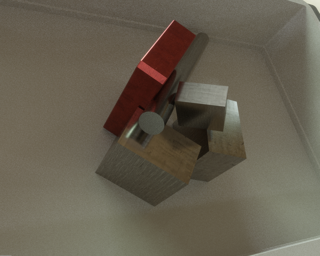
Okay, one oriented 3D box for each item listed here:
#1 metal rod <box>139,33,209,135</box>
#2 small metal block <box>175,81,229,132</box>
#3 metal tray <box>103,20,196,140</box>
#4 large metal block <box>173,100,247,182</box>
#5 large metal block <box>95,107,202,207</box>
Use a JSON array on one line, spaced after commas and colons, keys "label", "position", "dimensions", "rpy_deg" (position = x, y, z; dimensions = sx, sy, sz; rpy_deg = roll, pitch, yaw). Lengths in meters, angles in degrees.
[{"label": "metal rod", "position": [0.032, -0.079, 0.413], "dimensions": [0.025, 0.025, 0.301], "rpy_deg": [36, 34, -5]}, {"label": "small metal block", "position": [0.045, -0.022, 0.332], "dimensions": [0.050, 0.050, 0.025], "rpy_deg": [8, 61, 13]}, {"label": "metal tray", "position": [-0.015, -0.051, 0.360], "dimensions": [0.030, 0.129, 0.090], "rpy_deg": [35, 52, -5]}, {"label": "large metal block", "position": [0.058, 0.014, 0.394], "dimensions": [0.050, 0.080, 0.080], "rpy_deg": [13, 56, -22]}, {"label": "large metal block", "position": [-0.015, 0.035, 0.342], "dimensions": [0.080, 0.080, 0.050], "rpy_deg": [32, 52, -8]}]
